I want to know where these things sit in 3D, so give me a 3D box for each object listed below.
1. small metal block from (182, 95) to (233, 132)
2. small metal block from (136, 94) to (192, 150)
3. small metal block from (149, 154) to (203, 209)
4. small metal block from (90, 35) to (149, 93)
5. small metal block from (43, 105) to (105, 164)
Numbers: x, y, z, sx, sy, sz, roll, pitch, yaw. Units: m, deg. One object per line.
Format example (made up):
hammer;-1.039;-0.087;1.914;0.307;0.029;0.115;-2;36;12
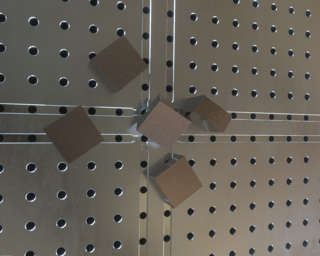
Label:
small metal block;0.061;-0.018;0.421;0.050;0.050;0.025;34;79;-17
small metal block;0.005;-0.007;0.402;0.050;0.025;0.050;33;111;-17
small metal block;0.021;0.071;0.420;0.050;0.025;0.050;-35;101;-17
small metal block;-0.052;-0.080;0.393;0.050;0.025;0.050;-42;104;-15
small metal block;-0.104;0.008;0.374;0.050;0.025;0.050;-36;102;-16
